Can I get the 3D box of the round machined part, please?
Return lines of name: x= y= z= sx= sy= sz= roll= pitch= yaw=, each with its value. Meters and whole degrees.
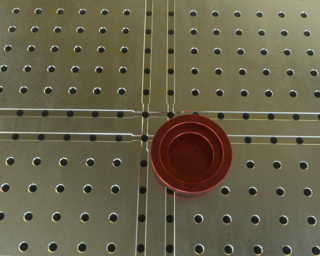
round machined part: x=0.038 y=0.035 z=0.390 sx=0.099 sy=0.042 sz=0.098 roll=0 pitch=70 yaw=0
